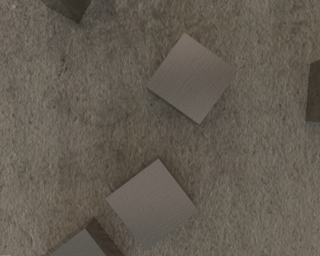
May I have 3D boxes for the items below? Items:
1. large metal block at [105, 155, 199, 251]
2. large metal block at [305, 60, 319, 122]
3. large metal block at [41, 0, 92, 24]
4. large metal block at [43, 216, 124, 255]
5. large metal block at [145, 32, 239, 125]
[{"bbox_3d":[-0.010,0.092,0.397,0.080,0.050,0.080,-37,90,0],"label":"large metal block"},{"bbox_3d":[0.243,-0.045,0.401,0.081,0.050,0.079,5,90,-1],"label":"large metal block"},{"bbox_3d":[-0.113,-0.188,0.381,0.050,0.080,0.080,29,90,-1],"label":"large metal block"},{"bbox_3d":[-0.098,0.176,0.396,0.080,0.050,0.080,-37,90,0],"label":"large metal block"},{"bbox_3d":[0.039,-0.060,0.398,0.080,0.050,0.080,36,90,-1],"label":"large metal block"}]
